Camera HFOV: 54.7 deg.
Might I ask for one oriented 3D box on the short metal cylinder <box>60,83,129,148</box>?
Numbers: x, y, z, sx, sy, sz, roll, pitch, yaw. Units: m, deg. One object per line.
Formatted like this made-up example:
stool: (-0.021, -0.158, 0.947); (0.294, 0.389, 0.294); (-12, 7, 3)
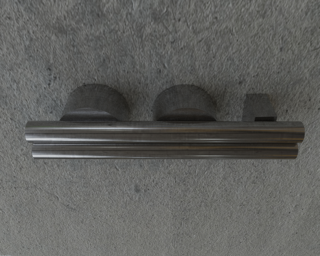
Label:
short metal cylinder: (-0.080, -0.008, 0.384); (0.081, 0.050, 0.079); (0, 130, 0)

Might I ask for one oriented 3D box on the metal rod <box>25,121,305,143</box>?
metal rod: (0.006, 0.004, 0.346); (0.302, 0.025, 0.025); (0, 130, -1)

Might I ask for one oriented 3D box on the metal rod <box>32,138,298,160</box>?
metal rod: (0.006, 0.024, 0.363); (0.302, 0.025, 0.025); (0, 130, -1)

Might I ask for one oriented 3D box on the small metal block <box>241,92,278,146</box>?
small metal block: (0.121, -0.010, 0.387); (0.025, 0.050, 0.050); (-1, 130, 1)

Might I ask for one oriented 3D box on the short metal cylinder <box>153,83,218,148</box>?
short metal cylinder: (0.030, -0.008, 0.386); (0.081, 0.050, 0.079); (0, 130, 0)
